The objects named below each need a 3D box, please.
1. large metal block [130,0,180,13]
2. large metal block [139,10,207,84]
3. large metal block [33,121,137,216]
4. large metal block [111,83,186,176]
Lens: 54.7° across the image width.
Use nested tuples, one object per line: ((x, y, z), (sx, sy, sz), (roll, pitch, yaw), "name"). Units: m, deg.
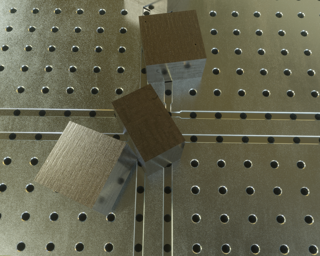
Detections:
((-0.003, -0.233, 0.484), (0.080, 0.050, 0.080), (29, 72, 10), "large metal block")
((0.016, -0.115, 0.441), (0.081, 0.050, 0.080), (-8, 70, -3), "large metal block")
((-0.086, 0.048, 0.372), (0.080, 0.050, 0.080), (20, 71, 19), "large metal block")
((-0.014, 0.006, 0.380), (0.050, 0.080, 0.080), (-28, 73, -10), "large metal block")
